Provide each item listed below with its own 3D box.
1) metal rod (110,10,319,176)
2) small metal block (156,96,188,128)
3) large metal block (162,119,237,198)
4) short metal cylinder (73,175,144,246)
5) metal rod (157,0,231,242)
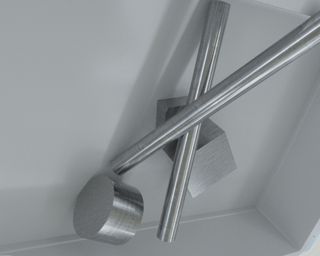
[{"bbox_3d":[0.051,-0.024,0.344,0.299,0.025,0.025,-36,135,28],"label":"metal rod"},{"bbox_3d":[0.023,-0.013,0.415,0.050,0.025,0.050,-10,123,-23],"label":"small metal block"},{"bbox_3d":[0.057,0.042,0.452,0.080,0.050,0.080,-33,129,-7],"label":"large metal block"},{"bbox_3d":[-0.068,0.107,0.404,0.050,0.080,0.080,32,100,-39],"label":"short metal cylinder"},{"bbox_3d":[0.039,-0.001,0.383,0.025,0.025,0.298,7,100,-32],"label":"metal rod"}]
